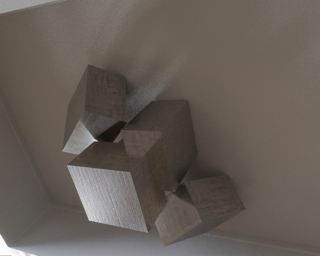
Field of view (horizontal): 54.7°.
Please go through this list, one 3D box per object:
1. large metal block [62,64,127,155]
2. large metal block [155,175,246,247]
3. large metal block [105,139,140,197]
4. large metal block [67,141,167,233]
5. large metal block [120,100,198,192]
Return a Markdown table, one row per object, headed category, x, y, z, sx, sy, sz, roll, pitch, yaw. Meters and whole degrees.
| category | x | y | z | sx | sy | sz | roll | pitch | yaw |
| --- | --- | --- | --- | --- | --- | --- | --- | --- | --- |
| large metal block | -0.083 | -0.019 | 0.394 | 0.050 | 0.080 | 0.080 | 17 | 134 | -26 |
| large metal block | 0.048 | 0.106 | 0.402 | 0.080 | 0.081 | 0.050 | -48 | 55 | 39 |
| large metal block | -0.032 | 0.061 | 0.426 | 0.050 | 0.080 | 0.080 | 1 | 119 | 27 |
| large metal block | -0.046 | 0.064 | 0.350 | 0.080 | 0.050 | 0.080 | 2 | 119 | 27 |
| large metal block | 0.003 | 0.019 | 0.380 | 0.050 | 0.080 | 0.080 | 1 | 119 | 27 |
